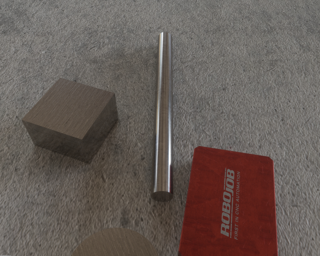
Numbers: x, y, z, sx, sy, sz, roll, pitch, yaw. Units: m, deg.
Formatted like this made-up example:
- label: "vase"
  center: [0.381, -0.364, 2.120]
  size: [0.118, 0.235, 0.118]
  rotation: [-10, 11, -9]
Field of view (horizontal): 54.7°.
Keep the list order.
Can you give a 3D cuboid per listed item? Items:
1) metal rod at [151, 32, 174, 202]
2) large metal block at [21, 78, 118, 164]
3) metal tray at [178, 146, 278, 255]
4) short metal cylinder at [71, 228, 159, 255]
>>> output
- label: "metal rod"
  center: [0.006, -0.040, 0.436]
  size: [0.025, 0.025, 0.300]
  rotation: [1, 50, 1]
- label: "large metal block"
  center: [-0.109, -0.011, 0.395]
  size: [0.080, 0.050, 0.080]
  rotation: [17, 52, 13]
- label: "metal tray"
  center: [0.073, 0.085, 0.330]
  size: [0.090, 0.030, 0.130]
  rotation: [9, 50, 7]
- label: "short metal cylinder"
  center: [-0.038, 0.136, 0.272]
  size: [0.081, 0.050, 0.080]
  rotation: [0, 50, 0]
